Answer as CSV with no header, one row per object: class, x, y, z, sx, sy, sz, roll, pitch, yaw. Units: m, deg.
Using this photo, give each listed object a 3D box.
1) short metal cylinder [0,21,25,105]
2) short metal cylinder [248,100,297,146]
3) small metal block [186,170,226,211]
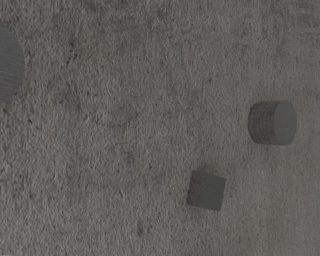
short metal cylinder,-0.161,-0.052,0.254,0.081,0.050,0.079,0,90,-40
short metal cylinder,0.203,-0.009,0.559,0.081,0.050,0.079,0,90,-40
small metal block,0.070,0.094,0.463,0.050,0.025,0.050,22,77,-38
